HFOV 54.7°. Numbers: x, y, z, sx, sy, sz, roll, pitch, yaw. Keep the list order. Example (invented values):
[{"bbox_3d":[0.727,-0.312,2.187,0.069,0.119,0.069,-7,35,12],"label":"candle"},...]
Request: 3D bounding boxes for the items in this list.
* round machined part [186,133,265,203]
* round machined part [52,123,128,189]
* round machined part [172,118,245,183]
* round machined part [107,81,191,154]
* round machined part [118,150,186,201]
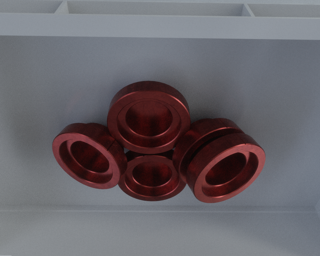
[{"bbox_3d":[0.076,0.044,0.383,0.099,0.042,0.097,-15,132,-17],"label":"round machined part"},{"bbox_3d":[-0.087,0.032,0.408,0.098,0.042,0.097,13,132,16],"label":"round machined part"},{"bbox_3d":[0.061,0.026,0.405,0.099,0.042,0.097,-15,132,-17],"label":"round machined part"},{"bbox_3d":[-0.013,-0.017,0.380,0.099,0.042,0.097,0,130,0],"label":"round machined part"},{"bbox_3d":[-0.011,0.059,0.445,0.099,0.042,0.097,0,130,0],"label":"round machined part"}]
